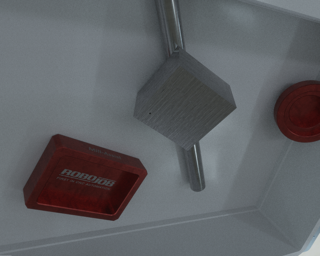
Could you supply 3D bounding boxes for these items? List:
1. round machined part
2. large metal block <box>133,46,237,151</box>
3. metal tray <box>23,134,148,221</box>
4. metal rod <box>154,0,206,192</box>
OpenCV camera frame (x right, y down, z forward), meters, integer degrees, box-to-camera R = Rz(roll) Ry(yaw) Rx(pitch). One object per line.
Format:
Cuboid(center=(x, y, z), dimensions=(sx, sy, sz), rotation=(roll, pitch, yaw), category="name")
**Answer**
Cuboid(center=(0.231, -0.029, 0.491), dimensions=(0.099, 0.042, 0.097), rotation=(2, 115, 5), category="round machined part")
Cuboid(center=(0.027, -0.032, 0.360), dimensions=(0.080, 0.050, 0.080), rotation=(33, 121, -21), category="large metal block")
Cuboid(center=(-0.092, 0.069, 0.398), dimensions=(0.131, 0.030, 0.090), rotation=(22, 106, -37), category="metal tray")
Cuboid(center=(0.034, -0.023, 0.414), dimensions=(0.025, 0.025, 0.298), rotation=(-24, 128, -14), category="metal rod")
